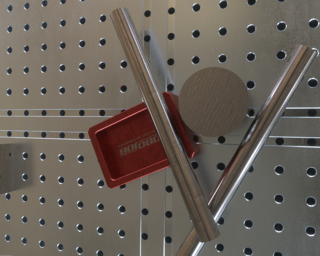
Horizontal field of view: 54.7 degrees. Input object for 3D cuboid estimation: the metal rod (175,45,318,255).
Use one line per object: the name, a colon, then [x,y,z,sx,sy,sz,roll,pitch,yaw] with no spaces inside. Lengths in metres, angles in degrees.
metal rod: [0.099,0.041,0.377,0.025,0.025,0.299,31,100,17]

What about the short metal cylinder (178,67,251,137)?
short metal cylinder: [0.068,-0.030,0.375,0.080,0.050,0.079,0,90,20]

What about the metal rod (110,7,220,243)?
metal rod: [0.003,-0.010,0.378,0.025,0.025,0.299,-24,82,18]

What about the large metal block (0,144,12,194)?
large metal block: [-0.294,0.068,0.503,0.080,0.050,0.080,-3,89,20]

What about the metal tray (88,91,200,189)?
metal tray: [-0.024,0.018,0.418,0.130,0.030,0.090,-24,82,18]
